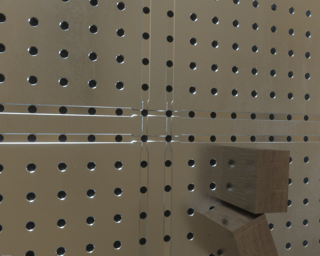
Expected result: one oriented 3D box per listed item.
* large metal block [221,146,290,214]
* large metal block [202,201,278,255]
[{"bbox_3d":[0.130,0.068,0.431,0.050,0.080,0.080,4,89,-20],"label":"large metal block"},{"bbox_3d":[0.109,0.153,0.423,0.050,0.080,0.080,-22,98,-18],"label":"large metal block"}]
